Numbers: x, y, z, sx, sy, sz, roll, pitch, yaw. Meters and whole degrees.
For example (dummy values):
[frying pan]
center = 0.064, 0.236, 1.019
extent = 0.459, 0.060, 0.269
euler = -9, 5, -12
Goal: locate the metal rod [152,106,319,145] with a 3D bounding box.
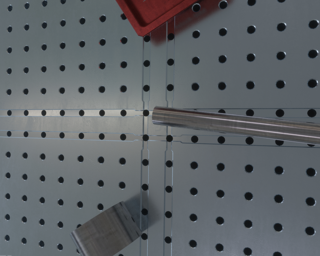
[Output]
[metal rod]
center = 0.135, 0.001, 0.364
extent = 0.301, 0.025, 0.025
euler = 7, 93, 19

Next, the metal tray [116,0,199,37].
[metal tray]
center = 0.006, -0.187, 0.385
extent = 0.130, 0.030, 0.090
euler = -28, 106, 20

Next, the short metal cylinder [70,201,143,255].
[short metal cylinder]
center = -0.070, 0.140, 0.408
extent = 0.080, 0.080, 0.050
euler = -36, 79, 16
